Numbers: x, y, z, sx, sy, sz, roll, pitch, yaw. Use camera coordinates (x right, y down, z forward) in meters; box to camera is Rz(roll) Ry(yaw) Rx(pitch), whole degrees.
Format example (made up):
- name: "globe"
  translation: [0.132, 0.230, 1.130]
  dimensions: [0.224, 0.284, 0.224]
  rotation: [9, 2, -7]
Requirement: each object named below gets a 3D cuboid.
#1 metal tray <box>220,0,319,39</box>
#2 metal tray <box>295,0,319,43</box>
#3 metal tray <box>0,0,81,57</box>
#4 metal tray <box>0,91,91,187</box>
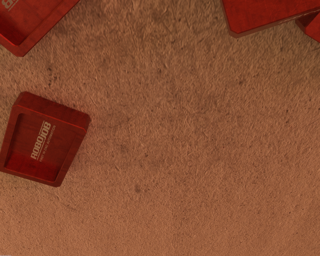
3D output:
- name: "metal tray"
  translation: [0.112, -0.139, 0.257]
  dimensions: [0.130, 0.030, 0.090]
  rotation: [-16, 95, 12]
- name: "metal tray"
  translation: [0.218, -0.111, 0.312]
  dimensions: [0.131, 0.030, 0.089]
  rotation: [22, 127, -18]
- name: "metal tray"
  translation: [-0.125, -0.138, 0.284]
  dimensions: [0.130, 0.030, 0.090]
  rotation: [-33, 123, 24]
- name: "metal tray"
  translation: [-0.160, 0.021, 0.420]
  dimensions: [0.091, 0.030, 0.129]
  rotation: [21, 127, -18]
